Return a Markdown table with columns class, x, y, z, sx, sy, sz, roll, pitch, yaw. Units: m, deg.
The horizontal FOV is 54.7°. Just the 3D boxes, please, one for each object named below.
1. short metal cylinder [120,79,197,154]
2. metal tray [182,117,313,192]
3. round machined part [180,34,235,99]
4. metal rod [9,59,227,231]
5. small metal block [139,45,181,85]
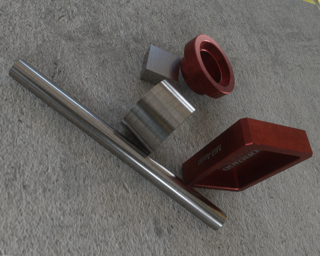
| class | x | y | z | sx | sy | sz | roll | pitch | yaw |
| --- | --- | --- | --- | --- | --- | --- | --- | --- | --- |
| short metal cylinder | -0.002 | -0.013 | 0.377 | 0.050 | 0.080 | 0.080 | 46 | 51 | 3 |
| metal tray | 0.096 | 0.038 | 0.367 | 0.091 | 0.129 | 0.030 | 10 | 58 | -23 |
| round machined part | 0.069 | -0.089 | 0.473 | 0.098 | 0.042 | 0.098 | 26 | 52 | -38 |
| metal rod | -0.046 | 0.022 | 0.366 | 0.301 | 0.025 | 0.025 | 38 | 51 | -3 |
| small metal block | 0.001 | -0.089 | 0.460 | 0.050 | 0.025 | 0.050 | 20 | 54 | -17 |
